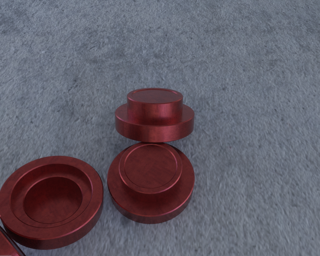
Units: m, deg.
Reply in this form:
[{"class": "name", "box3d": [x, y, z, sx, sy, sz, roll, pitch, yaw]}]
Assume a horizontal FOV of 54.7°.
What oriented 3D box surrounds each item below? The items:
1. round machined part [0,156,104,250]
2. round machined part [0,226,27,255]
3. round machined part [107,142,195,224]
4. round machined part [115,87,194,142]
[{"class": "round machined part", "box3d": [-0.108, 0.078, 0.318, 0.099, 0.042, 0.098, 6, 42, -5]}, {"class": "round machined part", "box3d": [-0.142, 0.112, 0.260, 0.098, 0.097, 0.042, 35, 58, 25]}, {"class": "round machined part", "box3d": [-0.010, 0.053, 0.348, 0.099, 0.042, 0.098, 0, 50, 0]}, {"class": "round machined part", "box3d": [-0.006, -0.021, 0.384, 0.099, 0.042, 0.098, 1, 23, 0]}]
